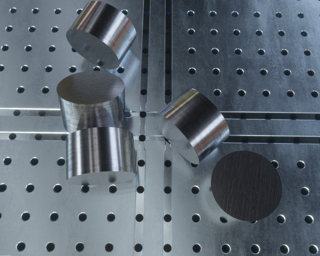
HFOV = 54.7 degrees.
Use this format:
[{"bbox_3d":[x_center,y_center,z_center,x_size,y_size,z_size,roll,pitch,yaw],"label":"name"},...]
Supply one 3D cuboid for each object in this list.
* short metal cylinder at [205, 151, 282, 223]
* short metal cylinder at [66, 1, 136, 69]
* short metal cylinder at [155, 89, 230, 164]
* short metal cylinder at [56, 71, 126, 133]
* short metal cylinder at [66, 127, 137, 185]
[{"bbox_3d":[0.098,0.072,0.373,0.081,0.050,0.080,0,70,0],"label":"short metal cylinder"},{"bbox_3d":[-0.080,-0.126,0.428,0.080,0.080,0.050,24,72,8],"label":"short metal cylinder"},{"bbox_3d":[0.039,-0.002,0.384,0.050,0.080,0.080,-40,75,-13],"label":"short metal cylinder"},{"bbox_3d":[-0.084,-0.031,0.390,0.081,0.050,0.080,2,38,-1],"label":"short metal cylinder"},{"bbox_3d":[-0.070,0.036,0.369,0.081,0.080,0.050,-6,71,-3],"label":"short metal cylinder"}]
